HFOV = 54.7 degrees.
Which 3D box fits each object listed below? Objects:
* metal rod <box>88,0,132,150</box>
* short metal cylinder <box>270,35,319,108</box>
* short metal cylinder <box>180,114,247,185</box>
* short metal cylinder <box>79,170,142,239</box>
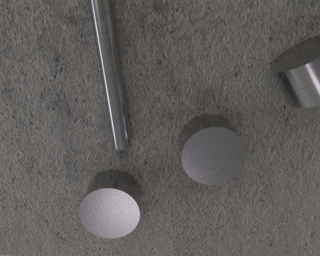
[{"bbox_3d":[-0.066,-0.115,0.366,0.025,0.025,0.298,-6,110,2],"label":"metal rod"},{"bbox_3d":[0.177,-0.066,0.358,0.080,0.080,0.050,-31,107,11],"label":"short metal cylinder"},{"bbox_3d":[0.067,0.027,0.407,0.081,0.050,0.079,0,110,0],"label":"short metal cylinder"},{"bbox_3d":[-0.067,0.106,0.435,0.081,0.050,0.079,0,110,0],"label":"short metal cylinder"}]
